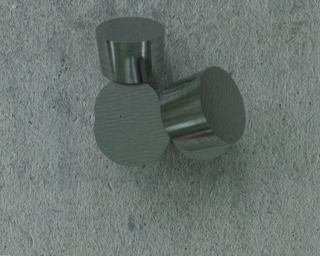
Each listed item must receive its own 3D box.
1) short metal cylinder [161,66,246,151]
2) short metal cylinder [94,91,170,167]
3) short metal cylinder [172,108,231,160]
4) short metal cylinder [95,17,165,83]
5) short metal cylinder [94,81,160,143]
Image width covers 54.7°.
[{"bbox_3d":[0.047,-0.019,0.327,0.050,0.081,0.080,-17,90,42],"label":"short metal cylinder"},{"bbox_3d":[-0.029,0.001,0.348,0.081,0.050,0.079,0,90,-1],"label":"short metal cylinder"},{"bbox_3d":[0.052,-0.001,0.399,0.081,0.050,0.079,0,90,-1],"label":"short metal cylinder"},{"bbox_3d":[-0.035,-0.097,0.377,0.081,0.080,0.050,0,129,-1],"label":"short metal cylinder"},{"bbox_3d":[-0.039,-0.022,0.398,0.081,0.050,0.079,0,90,-1],"label":"short metal cylinder"}]
